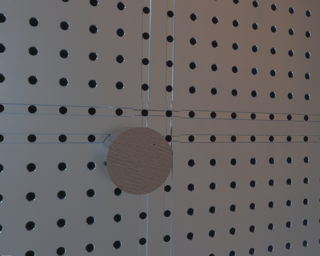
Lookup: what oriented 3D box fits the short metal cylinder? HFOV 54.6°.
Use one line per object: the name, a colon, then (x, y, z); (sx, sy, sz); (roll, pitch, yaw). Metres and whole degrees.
short metal cylinder: (-0.031, 0.038, 0.388); (0.081, 0.050, 0.080); (0, 90, -20)
